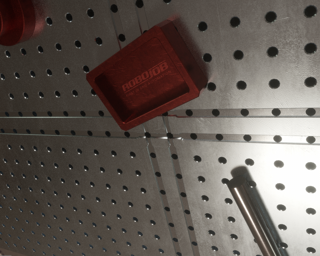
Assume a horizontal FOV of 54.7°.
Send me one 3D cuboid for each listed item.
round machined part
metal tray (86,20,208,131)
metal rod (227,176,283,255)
[{"bbox_3d":[-0.222,-0.158,0.417,0.098,0.042,0.097,13,124,20],"label":"round machined part"},{"bbox_3d":[-0.020,-0.058,0.380,0.130,0.030,0.090,-24,106,36],"label":"metal tray"},{"bbox_3d":[0.169,0.196,0.442,0.025,0.025,0.299,-18,110,35],"label":"metal rod"}]
